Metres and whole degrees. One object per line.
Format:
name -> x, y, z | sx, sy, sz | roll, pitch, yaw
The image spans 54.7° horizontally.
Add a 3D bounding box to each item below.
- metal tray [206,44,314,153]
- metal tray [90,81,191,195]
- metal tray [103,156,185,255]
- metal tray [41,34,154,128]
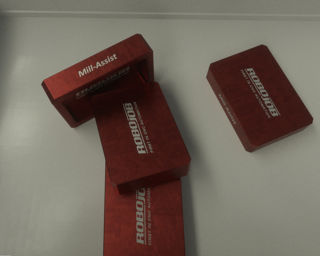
metal tray -> 0.132, -0.043, 0.423 | 0.091, 0.030, 0.130 | -22, 72, -8
metal tray -> -0.027, 0.007, 0.378 | 0.091, 0.030, 0.130 | -15, 57, -10
metal tray -> -0.019, 0.098, 0.371 | 0.091, 0.030, 0.130 | -2, 70, -1
metal tray -> -0.071, -0.057, 0.395 | 0.131, 0.090, 0.030 | -30, 73, -10
